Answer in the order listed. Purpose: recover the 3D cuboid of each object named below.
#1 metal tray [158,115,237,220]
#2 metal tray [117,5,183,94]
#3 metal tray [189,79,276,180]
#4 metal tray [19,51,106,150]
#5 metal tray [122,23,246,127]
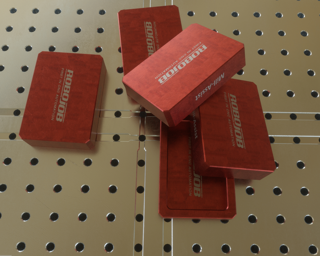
[{"bbox_3d":[0.045,0.048,0.392,0.091,0.030,0.130,1,70,0],"label":"metal tray"},{"bbox_3d":[-0.010,-0.114,0.451,0.091,0.030,0.129,-7,70,-3],"label":"metal tray"},{"bbox_3d":[0.085,-0.004,0.387,0.091,0.030,0.130,7,59,-16],"label":"metal tray"},{"bbox_3d":[-0.128,-0.039,0.422,0.091,0.030,0.130,4,70,1],"label":"metal tray"},{"bbox_3d":[0.030,-0.071,0.385,0.130,0.030,0.090,-41,52,-14],"label":"metal tray"}]
